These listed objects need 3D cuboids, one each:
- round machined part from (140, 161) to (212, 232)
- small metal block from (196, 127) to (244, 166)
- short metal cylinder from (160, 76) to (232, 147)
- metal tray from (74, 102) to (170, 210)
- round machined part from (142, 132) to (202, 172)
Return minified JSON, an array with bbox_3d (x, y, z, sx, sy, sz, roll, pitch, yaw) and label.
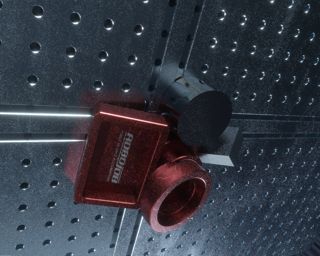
[{"bbox_3d":[0.016,0.083,0.400,0.099,0.042,0.097,-23,133,-27],"label":"round machined part"},{"bbox_3d":[0.087,0.025,0.448,0.025,0.050,0.050,56,50,-39],"label":"small metal block"},{"bbox_3d":[0.047,-0.022,0.408,0.081,0.050,0.079,-14,125,-21],"label":"short metal cylinder"},{"bbox_3d":[-0.051,0.040,0.392,0.091,0.030,0.129,11,113,-18],"label":"metal tray"},{"bbox_3d":[0.021,0.058,0.447,0.099,0.042,0.097,-14,125,-21],"label":"round machined part"}]
